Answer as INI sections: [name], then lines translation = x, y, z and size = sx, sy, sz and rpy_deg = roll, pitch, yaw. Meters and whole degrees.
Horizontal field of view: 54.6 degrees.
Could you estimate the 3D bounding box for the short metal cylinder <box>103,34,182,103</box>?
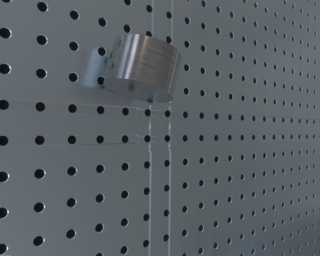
[short metal cylinder]
translation = -0.019, -0.065, 0.356
size = 0.080, 0.080, 0.050
rpy_deg = 20, 78, -38
